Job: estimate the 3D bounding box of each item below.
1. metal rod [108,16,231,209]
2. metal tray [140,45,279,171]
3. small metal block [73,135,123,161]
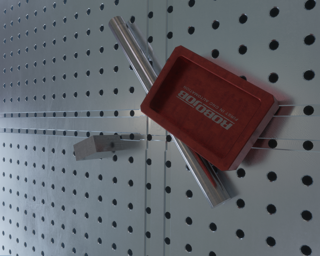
[{"bbox_3d":[0.002,-0.036,0.407,0.025,0.025,0.299,-43,64,31],"label":"metal rod"},{"bbox_3d":[0.050,-0.024,0.345,0.130,0.030,0.090,37,101,28],"label":"metal tray"},{"bbox_3d":[-0.094,0.030,0.471,0.050,0.050,0.025,-23,76,37],"label":"small metal block"}]
